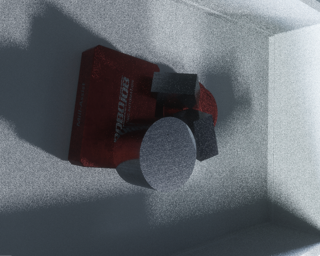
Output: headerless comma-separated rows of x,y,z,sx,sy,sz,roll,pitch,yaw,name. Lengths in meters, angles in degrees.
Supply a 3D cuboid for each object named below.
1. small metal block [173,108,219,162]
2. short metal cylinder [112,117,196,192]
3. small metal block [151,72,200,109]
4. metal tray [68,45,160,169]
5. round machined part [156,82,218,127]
0.043,0.007,0.375,0.025,0.050,0.050,-19,110,-20,small metal block
-0.005,0.028,0.347,0.081,0.050,0.079,0,90,-40,short metal cylinder
0.021,-0.045,0.374,0.050,0.050,0.025,54,43,-71,small metal block
-0.050,-0.019,0.358,0.091,0.030,0.129,10,84,-40,metal tray
0.043,-0.021,0.431,0.099,0.042,0.097,0,90,-40,round machined part
